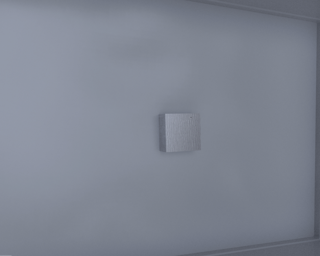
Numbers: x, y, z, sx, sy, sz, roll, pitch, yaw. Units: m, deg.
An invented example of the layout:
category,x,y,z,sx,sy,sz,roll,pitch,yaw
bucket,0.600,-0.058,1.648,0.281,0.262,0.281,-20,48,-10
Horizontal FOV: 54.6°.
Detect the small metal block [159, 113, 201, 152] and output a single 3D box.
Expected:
category,x,y,z,sx,sy,sz,roll,pitch,yaw
small metal block,0.027,0.006,0.420,0.050,0.025,0.050,-2,91,-20
